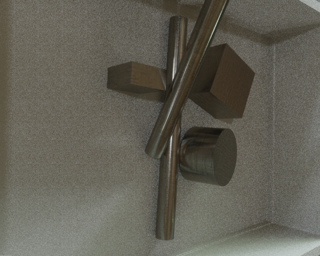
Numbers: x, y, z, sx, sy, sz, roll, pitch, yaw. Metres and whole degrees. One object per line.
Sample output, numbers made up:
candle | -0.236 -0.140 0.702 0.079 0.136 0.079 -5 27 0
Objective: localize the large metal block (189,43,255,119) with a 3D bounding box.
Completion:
large metal block | 0.092 -0.068 0.470 0.080 0.050 0.080 33 70 -36

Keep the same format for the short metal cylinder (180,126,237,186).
short metal cylinder | 0.070 0.039 0.439 0.081 0.050 0.079 -8 100 -55

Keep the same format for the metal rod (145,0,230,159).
metal rod | 0.045 -0.096 0.353 0.025 0.025 0.298 4 117 -40

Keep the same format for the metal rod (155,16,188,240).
metal rod | 0.016 -0.002 0.422 0.025 0.025 0.298 6 86 -40

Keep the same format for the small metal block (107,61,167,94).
small metal block | -0.028 -0.058 0.369 0.050 0.050 0.025 5 87 -40
